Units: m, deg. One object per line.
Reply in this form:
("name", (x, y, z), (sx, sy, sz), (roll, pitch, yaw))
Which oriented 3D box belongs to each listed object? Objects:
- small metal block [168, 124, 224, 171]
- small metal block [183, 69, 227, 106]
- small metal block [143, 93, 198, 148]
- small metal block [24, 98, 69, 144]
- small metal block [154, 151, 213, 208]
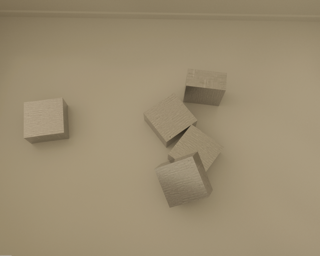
("small metal block", (0.045, 0.032, 0.398), (0.050, 0.025, 0.050), (36, 74, 11))
("small metal block", (0.059, -0.054, 0.417), (0.050, 0.050, 0.025), (7, 70, 2))
("small metal block", (0.013, -0.011, 0.414), (0.050, 0.025, 0.050), (-35, 74, -12))
("small metal block", (-0.150, -0.010, 0.411), (0.050, 0.025, 0.050), (-8, 70, -3))
("small metal block", (0.028, 0.061, 0.369), (0.050, 0.025, 0.050), (-21, 91, 22))
